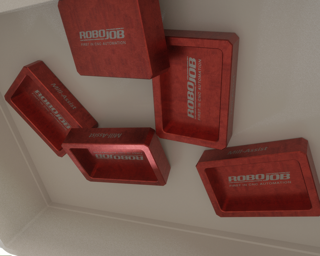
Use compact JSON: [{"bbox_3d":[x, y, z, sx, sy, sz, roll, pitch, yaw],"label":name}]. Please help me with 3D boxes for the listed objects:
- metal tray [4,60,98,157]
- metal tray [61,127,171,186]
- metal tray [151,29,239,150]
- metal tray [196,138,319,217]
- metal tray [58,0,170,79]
[{"bbox_3d":[-0.168,-0.026,0.475,0.130,0.030,0.090,49,128,-7],"label":"metal tray"},{"bbox_3d":[-0.060,0.041,0.435,0.130,0.030,0.090,-1,136,21],"label":"metal tray"},{"bbox_3d":[0.039,-0.043,0.357,0.090,0.030,0.129,10,123,22],"label":"metal tray"},{"bbox_3d":[0.120,0.065,0.381,0.130,0.030,0.090,-11,113,32],"label":"metal tray"},{"bbox_3d":[-0.054,-0.104,0.344,0.130,0.030,0.089,11,122,40],"label":"metal tray"}]
